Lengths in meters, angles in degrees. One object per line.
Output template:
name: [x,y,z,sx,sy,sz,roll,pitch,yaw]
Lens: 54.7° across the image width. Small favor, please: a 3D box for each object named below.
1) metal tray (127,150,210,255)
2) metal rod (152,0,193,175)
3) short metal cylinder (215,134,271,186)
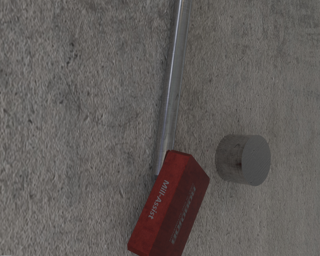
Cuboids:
metal tray: [0.017,0.105,0.397,0.130,0.030,0.090,-65,146,-19]
metal rod: [0.021,-0.085,0.421,0.025,0.025,0.298,12,82,-39]
short metal cylinder: [0.135,0.051,0.502,0.081,0.050,0.080,0,90,-40]
